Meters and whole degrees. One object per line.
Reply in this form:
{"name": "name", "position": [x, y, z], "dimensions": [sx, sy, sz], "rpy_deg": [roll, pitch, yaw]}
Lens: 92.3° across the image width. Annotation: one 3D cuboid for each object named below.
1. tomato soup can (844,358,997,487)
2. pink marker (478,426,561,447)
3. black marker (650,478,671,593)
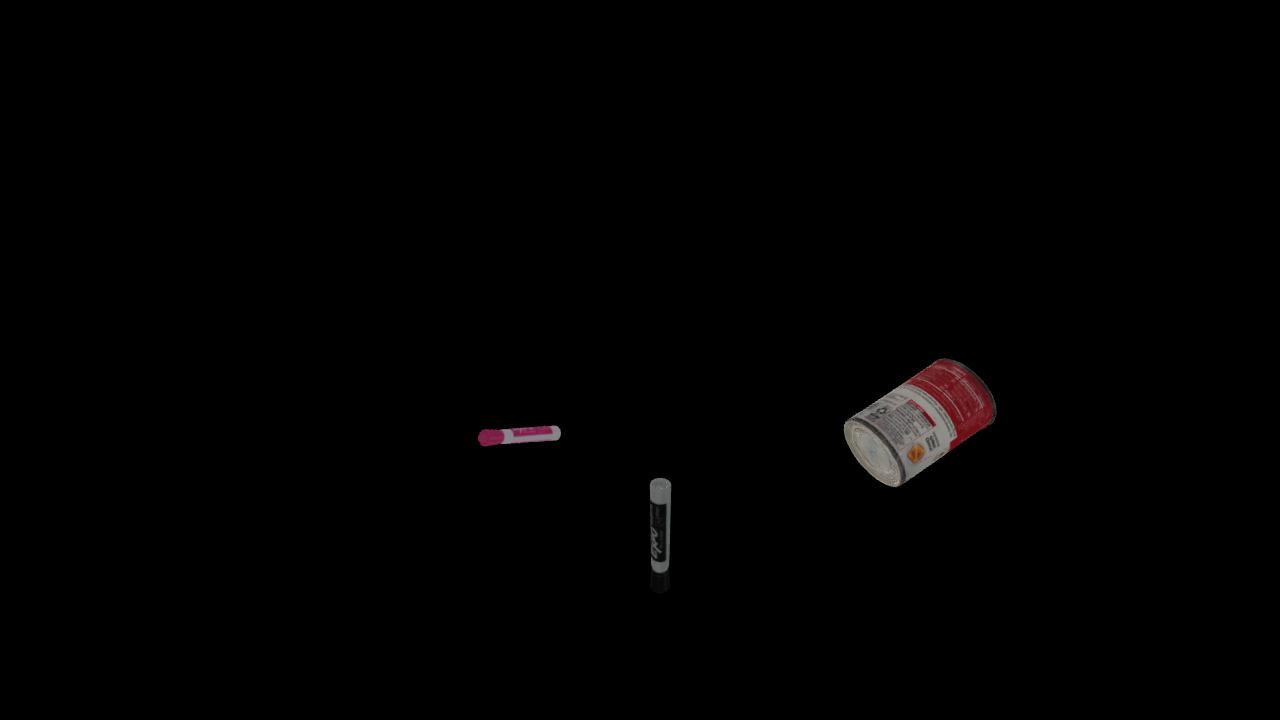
{"name": "tomato soup can", "position": [0.231, 0.052, 0.513], "dimensions": [0.101, 0.068, 0.068], "rpy_deg": [-31, 6, -11]}
{"name": "pink marker", "position": [-0.140, 0.089, 0.724], "dimensions": [0.020, 0.020, 0.121], "rpy_deg": [0, -3, 35]}
{"name": "black marker", "position": [0.018, 0.162, 0.556], "dimensions": [0.020, 0.121, 0.020], "rpy_deg": [0, 23, 0]}
